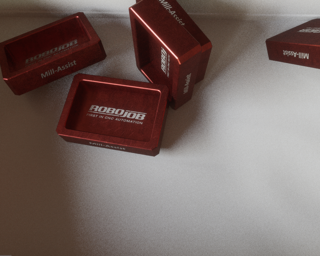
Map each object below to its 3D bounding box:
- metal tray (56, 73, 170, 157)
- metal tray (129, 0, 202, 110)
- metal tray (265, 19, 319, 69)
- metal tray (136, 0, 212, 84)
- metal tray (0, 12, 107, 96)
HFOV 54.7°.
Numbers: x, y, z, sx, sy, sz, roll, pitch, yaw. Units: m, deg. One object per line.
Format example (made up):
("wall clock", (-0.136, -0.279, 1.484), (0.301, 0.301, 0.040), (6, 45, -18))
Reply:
("metal tray", (-0.058, -0.019, 0.407), (0.131, 0.030, 0.090), (9, 70, 8))
("metal tray", (0.005, -0.086, 0.385), (0.030, 0.130, 0.090), (-36, 74, -12))
("metal tray", (0.214, -0.113, 0.403), (0.090, 0.130, 0.030), (-24, 114, -9))
("metal tray", (0.015, -0.127, 0.421), (0.030, 0.090, 0.130), (-32, 73, -11))
("metal tray", (-0.151, -0.106, 0.428), (0.131, 0.030, 0.090), (-26, 52, -9))
